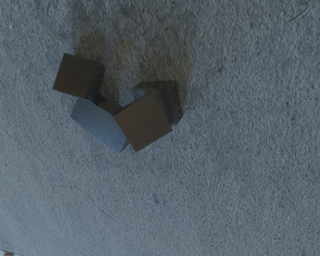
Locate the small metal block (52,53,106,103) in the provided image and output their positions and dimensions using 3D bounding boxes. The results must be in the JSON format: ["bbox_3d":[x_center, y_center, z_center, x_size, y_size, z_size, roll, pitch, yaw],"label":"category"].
[{"bbox_3d":[-0.106,-0.066,0.406,0.050,0.025,0.050,17,89,17],"label":"small metal block"}]

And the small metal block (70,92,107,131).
[{"bbox_3d":[-0.094,-0.022,0.442,0.050,0.025,0.050,39,129,1],"label":"small metal block"}]

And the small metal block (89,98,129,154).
[{"bbox_3d":[-0.059,-0.003,0.403,0.050,0.025,0.050,33,129,6],"label":"small metal block"}]

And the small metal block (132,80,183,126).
[{"bbox_3d":[-0.002,-0.031,0.389,0.050,0.025,0.050,2,120,27],"label":"small metal block"}]

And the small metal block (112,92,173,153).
[{"bbox_3d":[-0.021,-0.007,0.365,0.050,0.025,0.050,-31,105,-3],"label":"small metal block"}]
